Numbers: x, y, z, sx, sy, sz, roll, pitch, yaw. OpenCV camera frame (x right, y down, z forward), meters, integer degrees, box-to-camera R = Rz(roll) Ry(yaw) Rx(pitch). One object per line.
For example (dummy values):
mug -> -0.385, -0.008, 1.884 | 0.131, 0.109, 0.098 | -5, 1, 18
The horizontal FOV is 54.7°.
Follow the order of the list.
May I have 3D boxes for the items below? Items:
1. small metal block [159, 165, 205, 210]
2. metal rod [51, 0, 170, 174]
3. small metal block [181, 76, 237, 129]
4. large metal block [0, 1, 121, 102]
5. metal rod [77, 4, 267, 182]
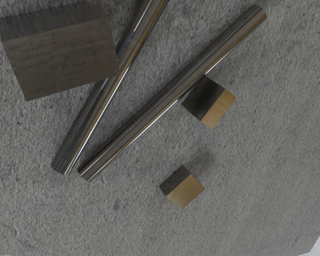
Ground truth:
small metal block -> 0.035, 0.093, 0.486 | 0.050, 0.025, 0.050 | -43, 130, 1
metal rod -> -0.041, -0.075, 0.338 | 0.025, 0.025, 0.299 | 22, 106, -37
small metal block -> 0.063, -0.035, 0.405 | 0.025, 0.050, 0.050 | 29, 102, -38
large metal block -> -0.091, -0.073, 0.277 | 0.081, 0.080, 0.050 | -20, 126, -17
metal rod -> 0.014, -0.043, 0.389 | 0.300, 0.025, 0.025 | -43, 130, 1
